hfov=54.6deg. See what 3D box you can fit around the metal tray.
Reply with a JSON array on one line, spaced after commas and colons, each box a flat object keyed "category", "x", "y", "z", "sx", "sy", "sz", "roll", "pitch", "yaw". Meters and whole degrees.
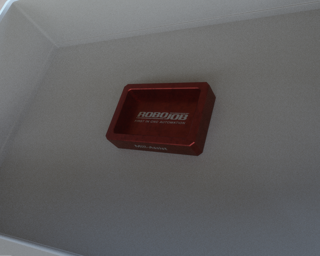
[{"category": "metal tray", "x": 0.000, "y": -0.015, "z": 0.412, "sx": 0.130, "sy": 0.030, "sz": 0.090, "roll": 3, "pitch": 63, "yaw": 29}]
